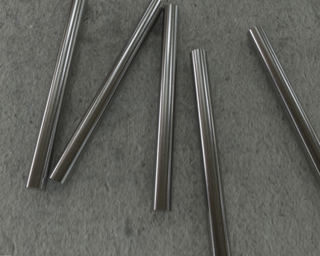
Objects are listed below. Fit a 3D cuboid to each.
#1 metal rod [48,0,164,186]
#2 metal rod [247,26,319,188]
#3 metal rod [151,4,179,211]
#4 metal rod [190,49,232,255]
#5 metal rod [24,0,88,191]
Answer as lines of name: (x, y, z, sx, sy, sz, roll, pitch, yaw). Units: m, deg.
metal rod: (-0.065, -0.062, 0.429, 0.025, 0.025, 0.300, 23, 71, 8)
metal rod: (0.185, -0.010, 0.414, 0.025, 0.025, 0.299, -16, 71, -6)
metal rod: (0.010, -0.041, 0.423, 0.025, 0.025, 0.299, 3, 70, 1)
metal rod: (0.063, 0.033, 0.396, 0.025, 0.025, 0.299, -3, 70, -1)
metal rod: (-0.138, -0.065, 0.430, 0.025, 0.025, 0.299, 5, 70, 1)
